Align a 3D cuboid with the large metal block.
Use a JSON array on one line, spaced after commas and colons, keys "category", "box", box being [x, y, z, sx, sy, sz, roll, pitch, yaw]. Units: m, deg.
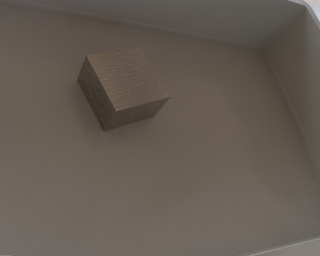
[{"category": "large metal block", "box": [-0.047, -0.051, 0.396, 0.081, 0.050, 0.080, -19, 72, -36]}]
